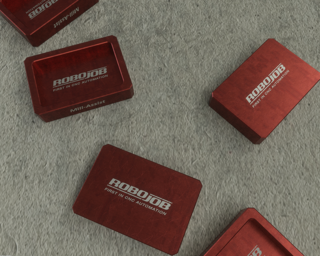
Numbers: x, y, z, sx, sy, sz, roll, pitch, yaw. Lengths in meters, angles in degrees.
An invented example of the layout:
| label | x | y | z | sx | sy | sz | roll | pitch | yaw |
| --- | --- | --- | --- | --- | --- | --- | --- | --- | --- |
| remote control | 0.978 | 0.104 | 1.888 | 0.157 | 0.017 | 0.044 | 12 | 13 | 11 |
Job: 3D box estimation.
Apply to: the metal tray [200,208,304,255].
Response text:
| label | x | y | z | sx | sy | sz | roll | pitch | yaw |
| --- | --- | --- | --- | --- | --- | --- | --- | --- | --- |
| metal tray | 0.089 | 0.166 | 0.345 | 0.130 | 0.030 | 0.090 | -42 | 76 | -14 |

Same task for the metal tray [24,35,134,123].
| label | x | y | z | sx | sy | sz | roll | pitch | yaw |
| --- | --- | --- | --- | --- | --- | --- | --- | --- | --- |
| metal tray | -0.111 | -0.069 | 0.429 | 0.131 | 0.030 | 0.090 | -17 | 71 | -6 |

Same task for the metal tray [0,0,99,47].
| label | x | y | z | sx | sy | sz | roll | pitch | yaw |
| --- | --- | --- | --- | --- | --- | --- | --- | --- | --- |
| metal tray | -0.172 | -0.196 | 0.475 | 0.090 | 0.030 | 0.130 | 43 | 75 | 14 |

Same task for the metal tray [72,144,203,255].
| label | x | y | z | sx | sy | sz | roll | pitch | yaw |
| --- | --- | --- | --- | --- | --- | --- | --- | --- | --- |
| metal tray | -0.025 | 0.085 | 0.374 | 0.131 | 0.030 | 0.090 | 21 | 71 | 7 |

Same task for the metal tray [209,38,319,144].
| label | x | y | z | sx | sy | sz | roll | pitch | yaw |
| --- | --- | --- | --- | --- | --- | --- | --- | --- | --- |
| metal tray | 0.143 | -0.052 | 0.425 | 0.090 | 0.030 | 0.130 | 43 | 75 | 14 |
